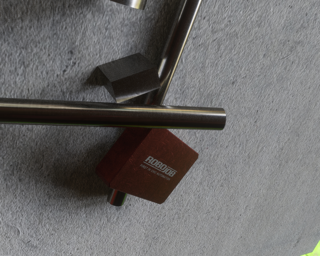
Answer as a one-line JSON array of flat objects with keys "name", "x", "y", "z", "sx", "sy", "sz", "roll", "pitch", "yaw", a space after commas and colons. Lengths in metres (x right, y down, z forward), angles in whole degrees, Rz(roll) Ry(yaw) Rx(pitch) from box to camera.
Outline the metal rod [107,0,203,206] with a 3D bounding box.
[{"name": "metal rod", "x": -0.011, "y": -0.028, "z": 0.383, "sx": 0.025, "sy": 0.025, "sz": 0.298, "roll": 8, "pitch": 114, "yaw": -32}]

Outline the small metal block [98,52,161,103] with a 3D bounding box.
[{"name": "small metal block", "x": -0.034, "y": -0.056, "z": 0.337, "sx": 0.050, "sy": 0.050, "sz": 0.025, "roll": -22, "pitch": 127, "yaw": -15}]

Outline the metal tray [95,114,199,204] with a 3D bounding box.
[{"name": "metal tray", "x": -0.010, "y": 0.044, "z": 0.397, "sx": 0.090, "sy": 0.030, "sz": 0.130, "roll": -53, "pitch": 144, "yaw": 0}]

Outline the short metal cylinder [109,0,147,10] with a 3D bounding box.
[{"name": "short metal cylinder", "x": -0.044, "y": -0.138, "z": 0.261, "sx": 0.081, "sy": 0.080, "sz": 0.050, "roll": 6, "pitch": 116, "yaw": -31}]

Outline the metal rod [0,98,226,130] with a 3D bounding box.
[{"name": "metal rod", "x": -0.080, "y": -0.014, "z": 0.306, "sx": 0.302, "sy": 0.025, "sz": 0.025, "roll": 2, "pitch": 119, "yaw": -13}]
